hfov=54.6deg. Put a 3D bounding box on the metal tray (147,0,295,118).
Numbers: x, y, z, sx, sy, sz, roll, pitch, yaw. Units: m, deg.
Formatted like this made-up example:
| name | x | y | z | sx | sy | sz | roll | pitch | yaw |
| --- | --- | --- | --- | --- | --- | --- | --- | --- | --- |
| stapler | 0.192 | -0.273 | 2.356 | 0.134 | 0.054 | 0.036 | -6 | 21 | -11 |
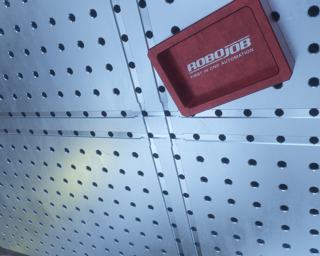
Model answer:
| name | x | y | z | sx | sy | sz | roll | pitch | yaw |
| --- | --- | --- | --- | --- | --- | --- | --- | --- | --- |
| metal tray | 0.061 | -0.073 | 0.330 | 0.130 | 0.030 | 0.090 | -20 | 108 | 35 |
